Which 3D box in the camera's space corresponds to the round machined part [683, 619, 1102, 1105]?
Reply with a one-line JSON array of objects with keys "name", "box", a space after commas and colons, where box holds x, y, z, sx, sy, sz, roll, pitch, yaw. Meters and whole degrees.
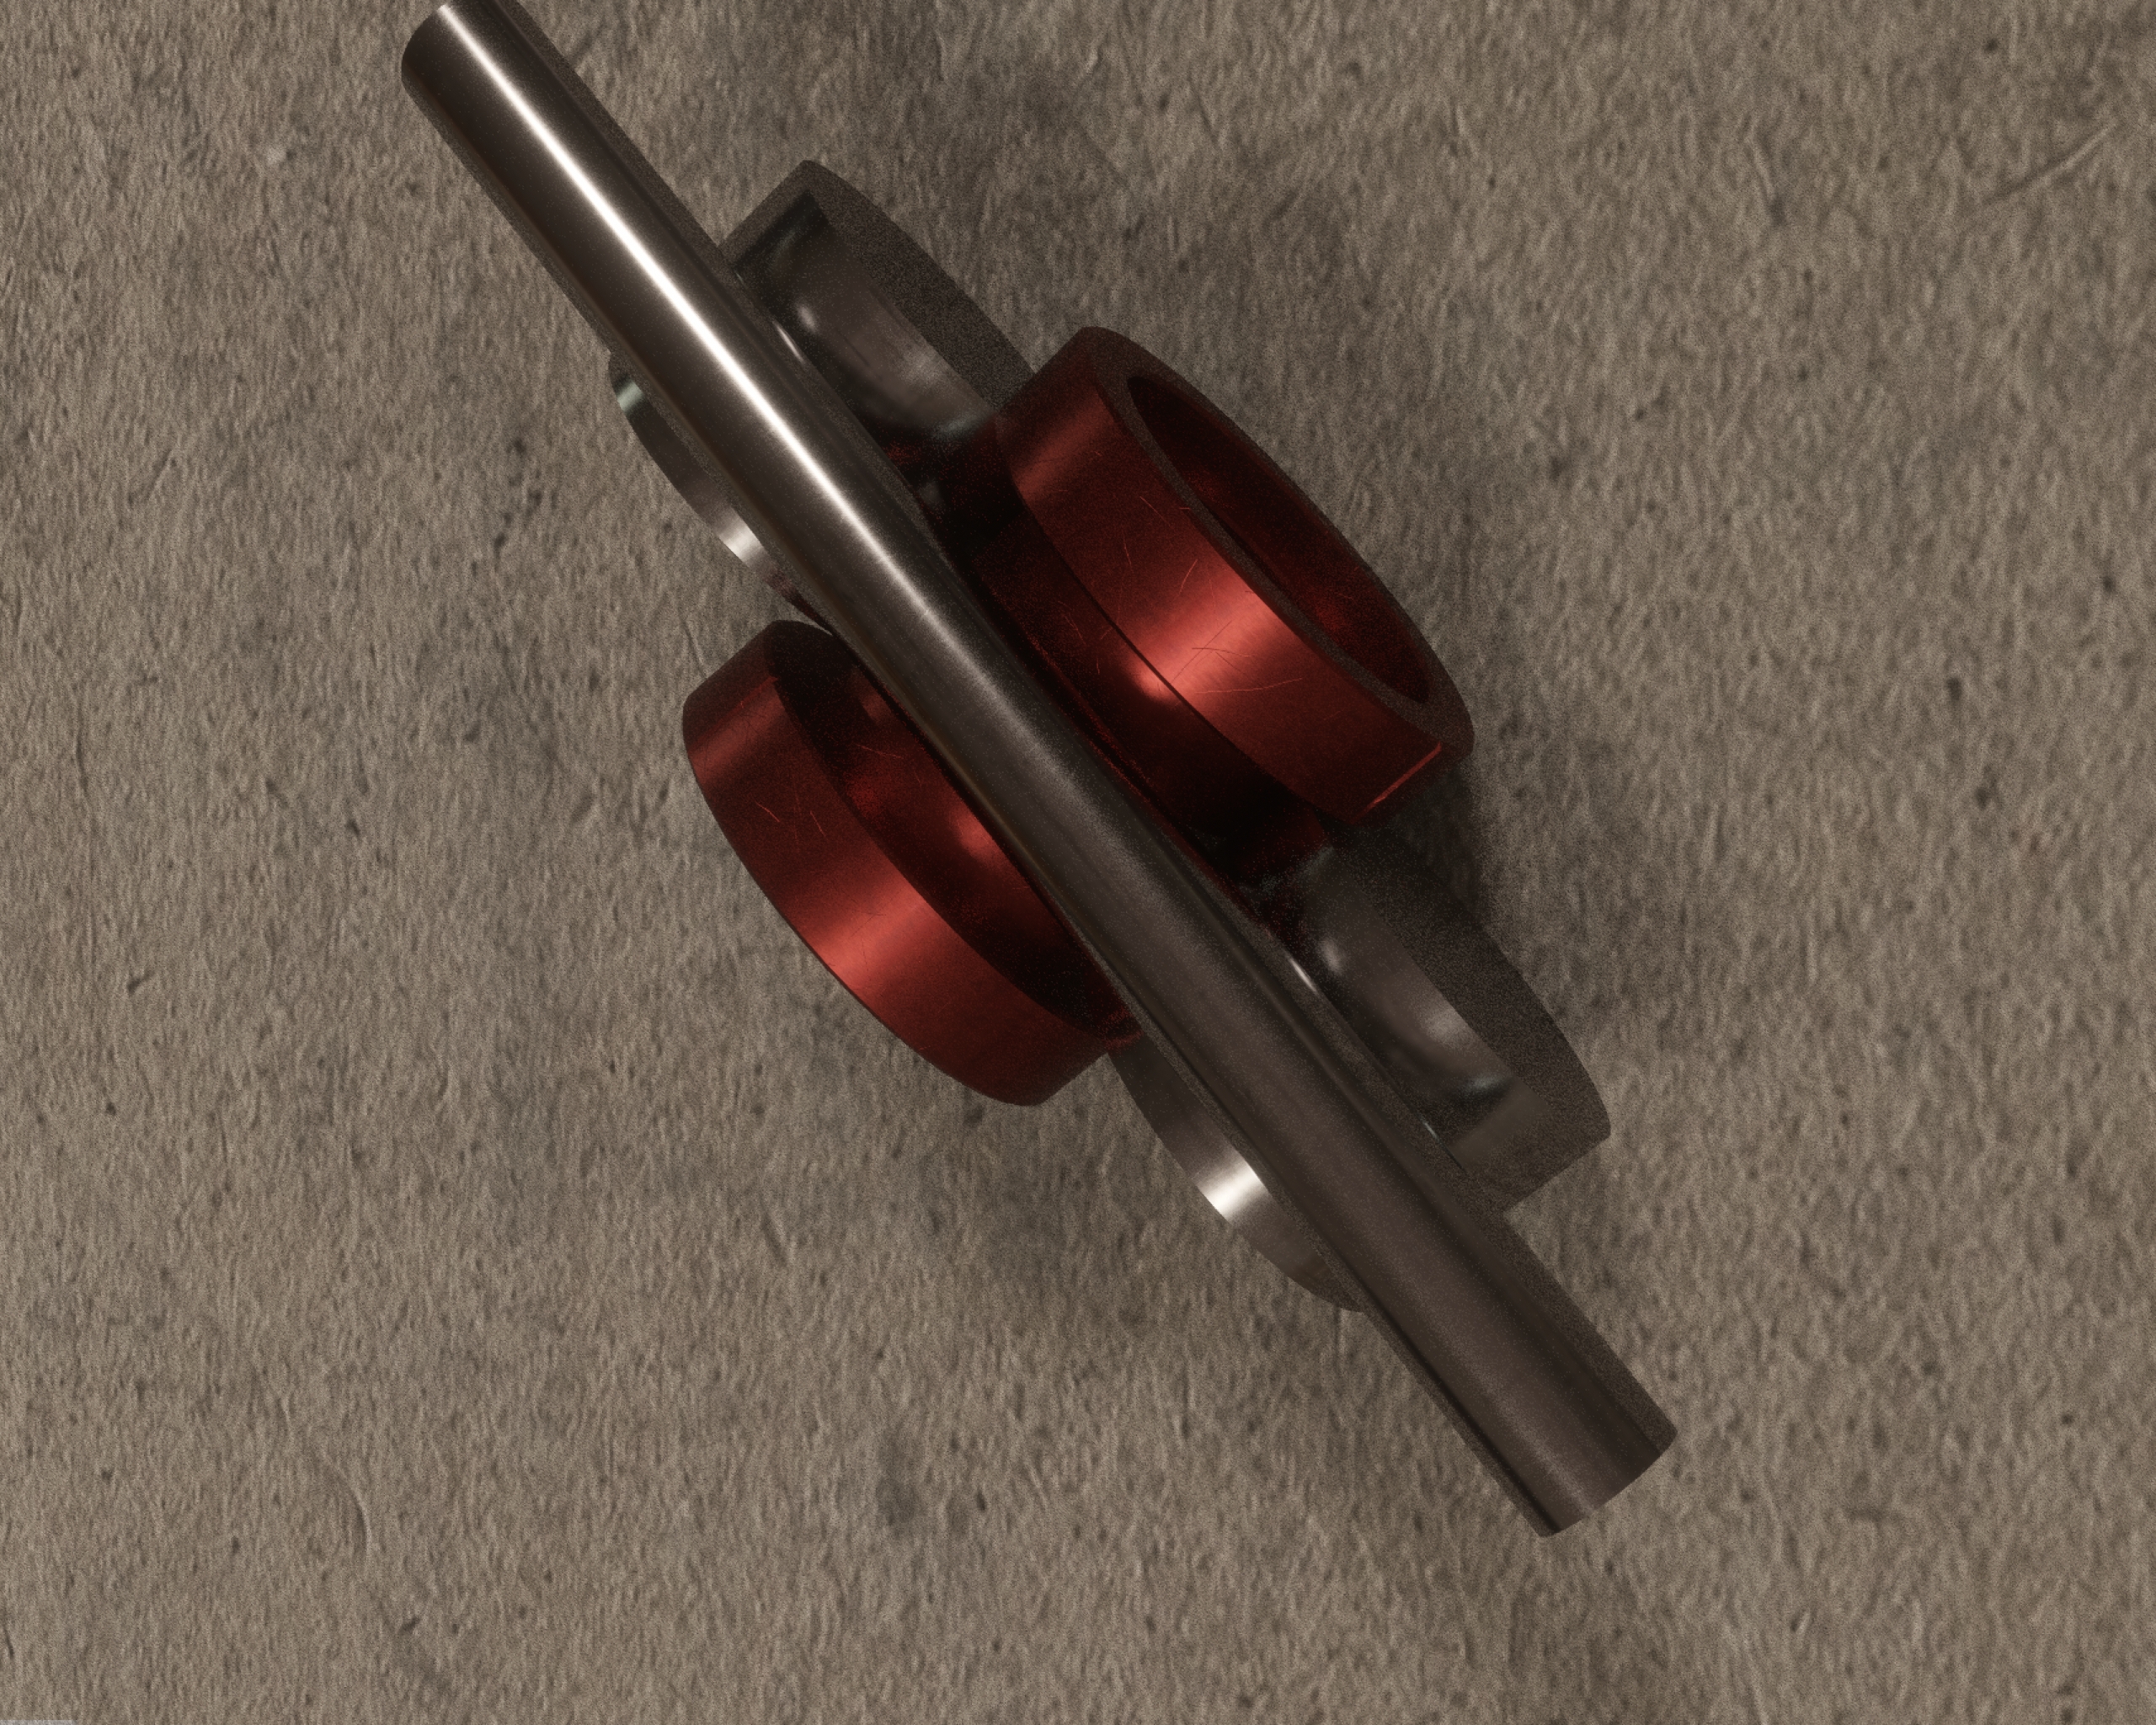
[{"name": "round machined part", "box": [-0.021, -0.007, 0.377, 0.042, 0.098, 0.098, -40, 78, 11]}]

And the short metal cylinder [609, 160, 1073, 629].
[{"name": "short metal cylinder", "box": [-0.041, -0.084, 0.394, 0.050, 0.080, 0.080, -41, 78, 15]}]

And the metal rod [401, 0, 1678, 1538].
[{"name": "metal rod", "box": [-0.015, -0.026, 0.330, 0.025, 0.025, 0.300, -42, 77, 15]}]

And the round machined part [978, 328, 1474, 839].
[{"name": "round machined part", "box": [0.021, -0.043, 0.364, 0.042, 0.098, 0.098, -42, 77, 20]}]

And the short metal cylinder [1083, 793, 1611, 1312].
[{"name": "short metal cylinder", "box": [0.047, 0.030, 0.364, 0.050, 0.080, 0.080, -41, 78, 15]}]
